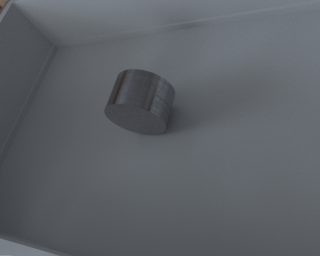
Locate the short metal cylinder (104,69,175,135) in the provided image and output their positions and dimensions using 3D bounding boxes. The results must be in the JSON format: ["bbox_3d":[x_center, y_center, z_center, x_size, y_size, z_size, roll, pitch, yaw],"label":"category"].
[{"bbox_3d":[-0.025,-0.031,0.400,0.080,0.080,0.050,2,63,29],"label":"short metal cylinder"}]
